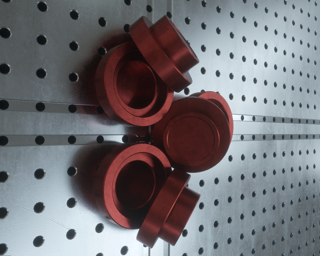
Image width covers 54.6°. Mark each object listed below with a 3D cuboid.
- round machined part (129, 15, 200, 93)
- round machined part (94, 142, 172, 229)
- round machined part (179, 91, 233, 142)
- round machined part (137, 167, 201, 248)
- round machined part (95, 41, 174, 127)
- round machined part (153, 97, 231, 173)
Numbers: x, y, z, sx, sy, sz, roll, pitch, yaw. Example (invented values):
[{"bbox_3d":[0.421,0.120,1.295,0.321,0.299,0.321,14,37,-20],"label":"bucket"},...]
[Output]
[{"bbox_3d":[0.011,-0.094,0.370,0.098,0.042,0.098,49,17,-20],"label":"round machined part"},{"bbox_3d":[-0.035,0.065,0.368,0.099,0.042,0.097,0,90,-40],"label":"round machined part"},{"bbox_3d":[0.058,-0.003,0.445,0.099,0.042,0.097,0,90,-40],"label":"round machined part"},{"bbox_3d":[0.015,0.100,0.372,0.042,0.098,0.098,28,71,11],"label":"round machined part"},{"bbox_3d":[-0.033,-0.050,0.368,0.099,0.042,0.097,0,90,-40],"label":"round machined part"},{"bbox_3d":[0.039,0.010,0.390,0.042,0.098,0.097,-56,136,-77],"label":"round machined part"}]
